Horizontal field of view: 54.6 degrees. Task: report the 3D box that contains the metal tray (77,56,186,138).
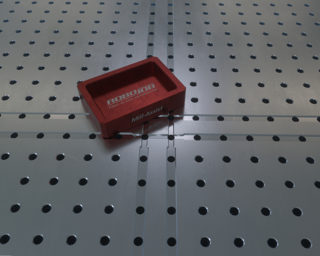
[{"bbox_3d":[-0.040,-0.049,0.445,0.131,0.030,0.090,-24,54,-19],"label":"metal tray"}]
